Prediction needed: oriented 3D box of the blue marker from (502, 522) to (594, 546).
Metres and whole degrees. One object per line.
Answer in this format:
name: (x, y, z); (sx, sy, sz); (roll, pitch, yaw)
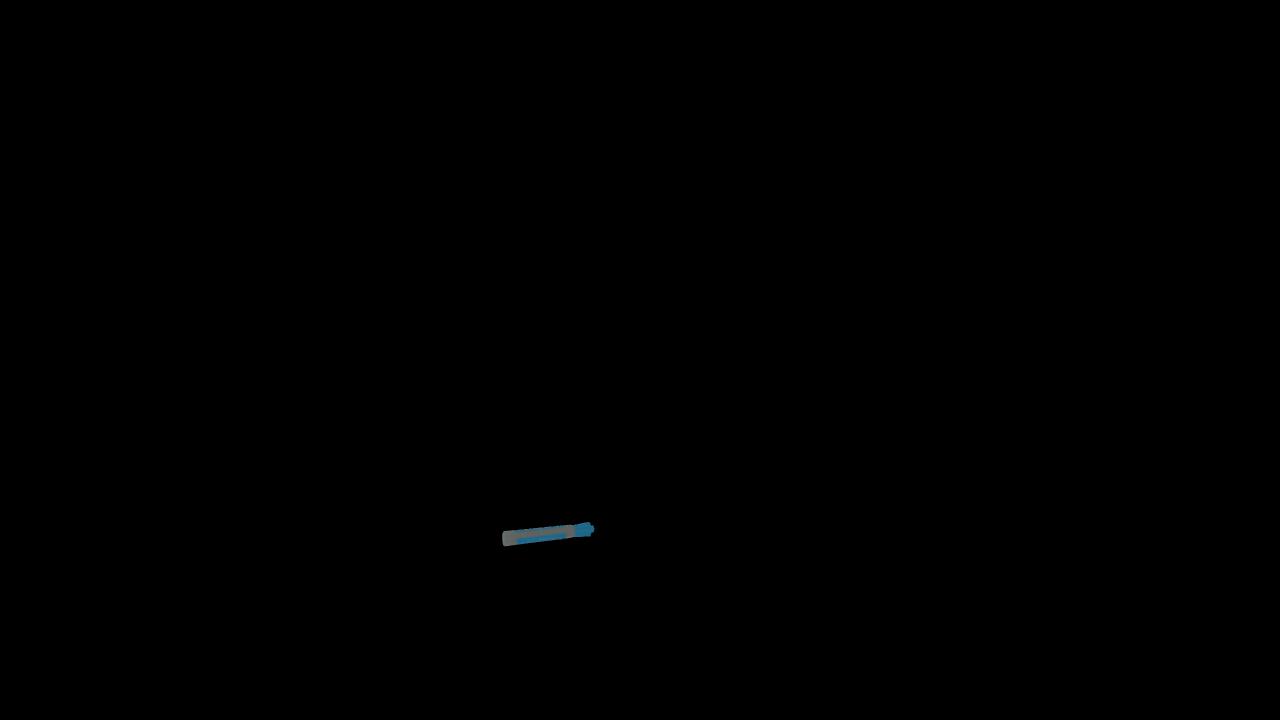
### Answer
blue marker: (-0.118, 0.227, 0.803); (0.121, 0.020, 0.020); (1, 0, -24)
